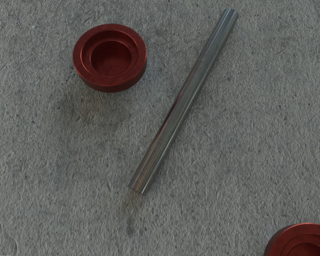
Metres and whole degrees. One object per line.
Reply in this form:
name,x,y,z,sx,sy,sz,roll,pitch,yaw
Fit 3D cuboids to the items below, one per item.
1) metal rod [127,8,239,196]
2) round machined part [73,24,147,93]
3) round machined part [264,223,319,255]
metal rod,0.040,-0.048,0.425,0.025,0.025,0.300,26,72,9
round machined part,-0.067,-0.092,0.432,0.099,0.042,0.098,0,70,0
round machined part,0.163,0.157,0.343,0.099,0.042,0.098,0,70,0
